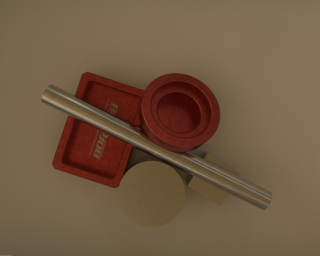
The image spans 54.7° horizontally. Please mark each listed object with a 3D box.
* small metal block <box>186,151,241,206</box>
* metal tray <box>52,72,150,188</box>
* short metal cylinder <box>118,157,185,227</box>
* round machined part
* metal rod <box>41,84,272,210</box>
[{"bbox_3d":[0.070,0.066,0.411,0.050,0.025,0.050,32,90,-1],"label":"small metal block"},{"bbox_3d":[-0.074,0.002,0.405,0.090,0.030,0.129,19,90,-1],"label":"metal tray"},{"bbox_3d":[-0.010,0.079,0.397,0.081,0.050,0.079,0,90,-1],"label":"short metal cylinder"},{"bbox_3d":[0.022,-0.016,0.389,0.099,0.042,0.098,5,67,-12],"label":"round machined part"},{"bbox_3d":[-0.001,0.025,0.381,0.301,0.025,0.025,26,90,-3],"label":"metal rod"}]
